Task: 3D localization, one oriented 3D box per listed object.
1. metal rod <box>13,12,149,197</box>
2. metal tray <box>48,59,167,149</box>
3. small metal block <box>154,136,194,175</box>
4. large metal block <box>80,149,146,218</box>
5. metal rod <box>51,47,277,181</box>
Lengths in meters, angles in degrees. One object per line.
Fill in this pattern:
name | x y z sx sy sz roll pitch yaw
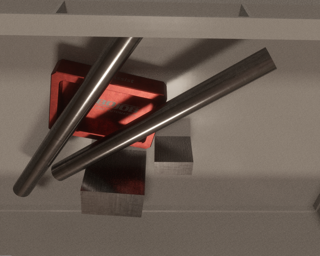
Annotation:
metal rod | -0.108 -0.005 0.362 0.025 0.025 0.299 29 124 -23
metal tray | -0.065 -0.026 0.382 0.131 0.030 0.089 11 129 -10
small metal block | 0.018 0.037 0.425 0.050 0.050 0.025 1 130 -1
large metal block | -0.063 0.075 0.436 0.081 0.080 0.050 5 130 -5
metal rod | -0.013 -0.005 0.364 0.300 0.025 0.025 -28 125 21
